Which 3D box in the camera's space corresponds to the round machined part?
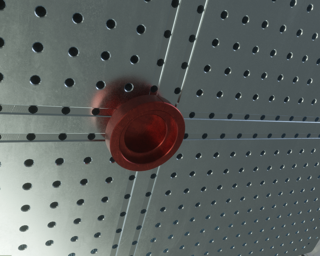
[{"bbox_3d":[-0.021,0.003,0.390,0.099,0.042,0.097,-14,124,-21],"label":"round machined part"}]
